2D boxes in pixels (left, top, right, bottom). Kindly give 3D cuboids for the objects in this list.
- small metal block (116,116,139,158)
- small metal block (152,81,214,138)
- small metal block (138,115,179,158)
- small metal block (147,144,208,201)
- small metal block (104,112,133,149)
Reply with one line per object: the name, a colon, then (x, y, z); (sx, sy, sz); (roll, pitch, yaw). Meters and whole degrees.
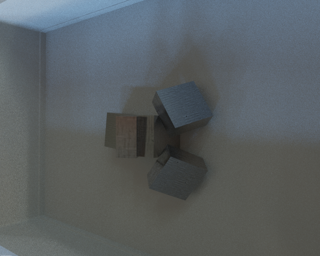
small metal block: (-0.036, 0.009, 0.393); (0.025, 0.050, 0.050); (1, 94, 8)
small metal block: (0.026, -0.023, 0.362); (0.050, 0.050, 0.025); (64, 157, 20)
small metal block: (-0.001, 0.010, 0.387); (0.025, 0.050, 0.050); (1, 91, 40)
small metal block: (0.020, 0.053, 0.367); (0.050, 0.050, 0.025); (-58, 22, 23)
small metal block: (-0.052, 0.005, 0.444); (0.050, 0.025, 0.050); (9, 95, 39)
